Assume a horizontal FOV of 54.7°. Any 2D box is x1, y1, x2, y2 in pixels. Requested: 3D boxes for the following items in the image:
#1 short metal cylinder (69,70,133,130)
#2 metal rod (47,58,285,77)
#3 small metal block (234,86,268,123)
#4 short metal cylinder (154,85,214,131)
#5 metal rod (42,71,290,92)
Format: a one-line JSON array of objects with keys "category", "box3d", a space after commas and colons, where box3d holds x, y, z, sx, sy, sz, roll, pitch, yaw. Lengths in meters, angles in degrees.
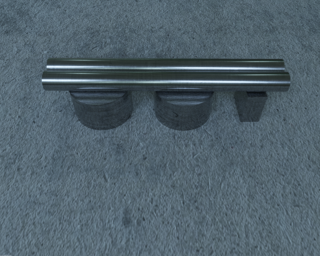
[{"category": "short metal cylinder", "box3d": [-0.079, -0.043, 0.423, 0.081, 0.050, 0.080, 0, 50, 0]}, {"category": "metal rod", "box3d": [0.008, -0.079, 0.405, 0.302, 0.025, 0.025, 0, 50, 0]}, {"category": "small metal block", "box3d": [0.123, -0.042, 0.426, 0.025, 0.050, 0.050, -1, 50, -1]}, {"category": "short metal cylinder", "box3d": [0.032, -0.042, 0.424, 0.081, 0.050, 0.080, 0, 50, 0]}, {"category": "metal rod", "box3d": [0.008, -0.058, 0.388, 0.302, 0.025, 0.025, 0, 50, 0]}]
